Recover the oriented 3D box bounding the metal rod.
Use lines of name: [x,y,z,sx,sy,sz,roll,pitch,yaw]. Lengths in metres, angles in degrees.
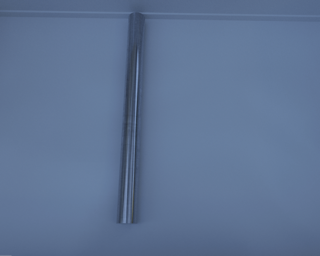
metal rod: [-0.037,-0.027,0.418,0.025,0.025,0.299,1,70,0]
